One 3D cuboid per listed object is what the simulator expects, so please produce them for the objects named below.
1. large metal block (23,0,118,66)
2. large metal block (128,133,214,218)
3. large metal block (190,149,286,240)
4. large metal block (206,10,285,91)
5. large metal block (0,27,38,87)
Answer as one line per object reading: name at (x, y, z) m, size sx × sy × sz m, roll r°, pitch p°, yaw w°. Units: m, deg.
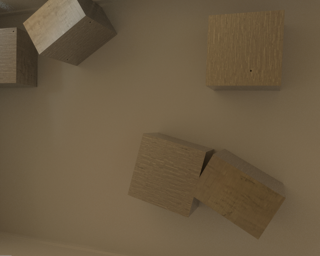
large metal block at (-0.119, -0.135, 0.423) m, size 0.080 × 0.080 × 0.050 m, roll -33°, pitch 80°, yaw 17°
large metal block at (0.015, 0.055, 0.392) m, size 0.080 × 0.050 × 0.080 m, roll 16°, pitch 95°, yaw 19°
large metal block at (0.090, 0.068, 0.349) m, size 0.080 × 0.080 × 0.050 m, roll 32°, pitch 101°, yaw 17°
large metal block at (0.100, -0.086, 0.362) m, size 0.080 × 0.050 × 0.079 m, roll 3°, pitch 91°, yaw 20°
large metal block at (-0.239, -0.105, 0.477) m, size 0.080 × 0.050 × 0.080 m, roll 1°, pitch 90°, yaw 13°
